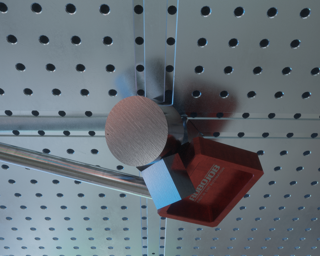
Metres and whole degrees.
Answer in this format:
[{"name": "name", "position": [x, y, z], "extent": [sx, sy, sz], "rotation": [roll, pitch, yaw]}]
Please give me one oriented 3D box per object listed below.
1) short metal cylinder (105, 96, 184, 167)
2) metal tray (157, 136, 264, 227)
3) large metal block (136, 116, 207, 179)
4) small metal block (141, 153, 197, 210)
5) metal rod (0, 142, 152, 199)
[{"name": "short metal cylinder", "position": [-0.018, 0.004, 0.371], "extent": [0.080, 0.080, 0.050], "rotation": [-28, 168, 21]}, {"name": "metal tray", "position": [0.060, 0.076, 0.404], "extent": [0.091, 0.030, 0.129], "rotation": [16, 128, -14]}, {"name": "large metal block", "position": [0.025, 0.042, 0.430], "extent": [0.080, 0.050, 0.080], "rotation": [-28, 125, 21]}, {"name": "small metal block", "position": [0.009, 0.064, 0.371], "extent": [0.025, 0.050, 0.050], "rotation": [-15, 164, -41]}, {"name": "metal rod", "position": [-0.142, 0.049, 0.413], "extent": [0.302, 0.025, 0.025], "rotation": [13, 130, 3]}]
